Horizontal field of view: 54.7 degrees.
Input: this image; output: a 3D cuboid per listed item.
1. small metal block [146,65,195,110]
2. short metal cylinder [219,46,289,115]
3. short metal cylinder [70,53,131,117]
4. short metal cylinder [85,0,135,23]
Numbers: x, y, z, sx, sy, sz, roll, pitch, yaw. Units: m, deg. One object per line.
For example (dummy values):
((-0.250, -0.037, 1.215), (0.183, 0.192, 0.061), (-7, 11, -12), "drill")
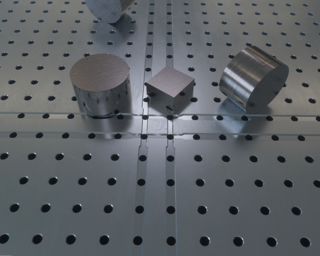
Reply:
((0.015, -0.061, 0.459), (0.050, 0.025, 0.050), (31, 57, 23), "small metal block")
((0.129, -0.065, 0.428), (0.081, 0.080, 0.050), (-30, 56, -22), "short metal cylinder")
((-0.083, -0.062, 0.442), (0.081, 0.050, 0.080), (0, 50, 0), "short metal cylinder")
((-0.093, -0.244, 0.576), (0.080, 0.080, 0.050), (21, 53, 16), "short metal cylinder")
